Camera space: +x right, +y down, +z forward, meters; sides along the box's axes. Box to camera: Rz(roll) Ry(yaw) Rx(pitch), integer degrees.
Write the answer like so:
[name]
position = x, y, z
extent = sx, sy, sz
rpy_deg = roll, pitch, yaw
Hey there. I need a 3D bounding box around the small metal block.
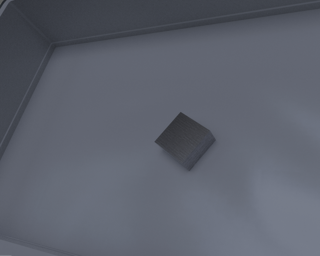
[small metal block]
position = 0.031, 0.016, 0.379
extent = 0.050, 0.025, 0.050
rpy_deg = -49, 52, -7
